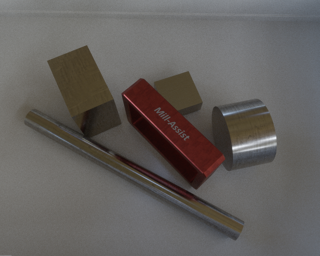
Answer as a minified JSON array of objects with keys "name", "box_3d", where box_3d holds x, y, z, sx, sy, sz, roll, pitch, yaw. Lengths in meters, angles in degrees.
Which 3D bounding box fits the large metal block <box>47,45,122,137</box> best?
[{"name":"large metal block","box_3d":[-0.092,-0.042,0.393,0.050,0.080,0.080,-25,72,-9]}]

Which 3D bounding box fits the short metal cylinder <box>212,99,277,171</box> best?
[{"name":"short metal cylinder","box_3d":[0.099,0.008,0.377,0.050,0.080,0.080,-11,71,-3]}]

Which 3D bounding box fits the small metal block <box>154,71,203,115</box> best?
[{"name":"small metal block","box_3d":[0.024,-0.044,0.423,0.050,0.025,0.050,-19,71,-7]}]

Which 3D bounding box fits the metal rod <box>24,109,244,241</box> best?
[{"name":"metal rod","box_3d":[-0.039,0.054,0.388,0.301,0.025,0.025,27,72,9]}]

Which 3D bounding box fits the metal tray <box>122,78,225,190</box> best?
[{"name":"metal tray","box_3d":[0.012,0.010,0.369,0.030,0.090,0.130,-42,76,-14]}]
